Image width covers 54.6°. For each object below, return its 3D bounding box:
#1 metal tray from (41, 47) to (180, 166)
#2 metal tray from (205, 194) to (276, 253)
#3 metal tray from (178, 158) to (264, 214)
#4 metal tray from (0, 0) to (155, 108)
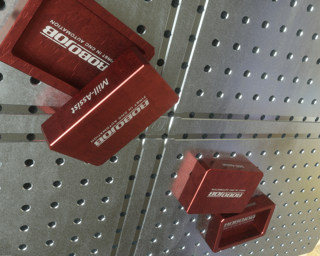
[{"bbox_3d":[-0.050,-0.017,0.341,0.130,0.030,0.090,-40,150,7],"label":"metal tray"},{"bbox_3d":[0.157,0.186,0.607,0.131,0.030,0.089,-8,122,-24],"label":"metal tray"},{"bbox_3d":[0.105,0.101,0.527,0.131,0.030,0.089,9,114,-32],"label":"metal tray"},{"bbox_3d":[-0.079,-0.079,0.309,0.131,0.030,0.090,29,103,-42],"label":"metal tray"}]
